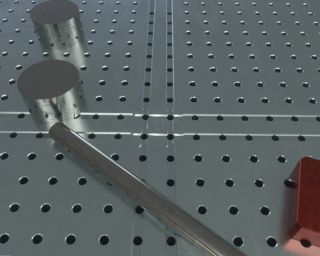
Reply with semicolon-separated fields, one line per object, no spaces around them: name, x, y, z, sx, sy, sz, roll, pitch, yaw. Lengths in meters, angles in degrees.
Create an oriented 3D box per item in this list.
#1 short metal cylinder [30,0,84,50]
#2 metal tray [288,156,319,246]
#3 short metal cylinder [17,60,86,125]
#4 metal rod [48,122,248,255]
short metal cylinder;-0.178;-0.182;0.543;0.080;0.050;0.080;0;50;0
metal tray;0.211;0.089;0.331;0.131;0.030;0.090;15;51;12
short metal cylinder;-0.149;-0.051;0.433;0.081;0.050;0.080;0;50;0
metal rod;-0.017;0.075;0.344;0.300;0.025;0.025;31;57;23
